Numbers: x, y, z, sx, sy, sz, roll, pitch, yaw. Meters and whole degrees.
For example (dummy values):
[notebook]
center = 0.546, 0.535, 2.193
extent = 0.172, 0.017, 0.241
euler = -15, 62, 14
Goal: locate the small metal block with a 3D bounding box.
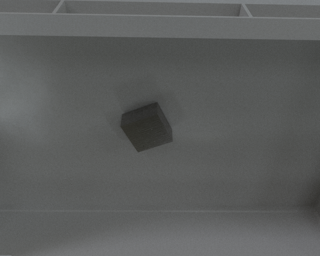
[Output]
[small metal block]
center = -0.016, 0.000, 0.404
extent = 0.050, 0.025, 0.050
euler = -18, 128, 14
